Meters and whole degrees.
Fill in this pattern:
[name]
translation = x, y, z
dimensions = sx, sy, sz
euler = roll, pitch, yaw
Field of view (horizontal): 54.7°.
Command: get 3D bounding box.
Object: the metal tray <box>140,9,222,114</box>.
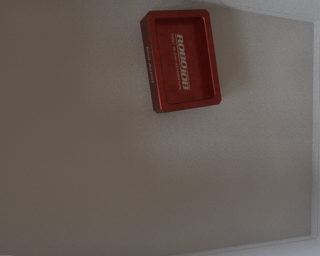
[metal tray]
translation = 0.029, -0.090, 0.419
dimensions = 0.091, 0.030, 0.129
euler = -10, 94, -20
